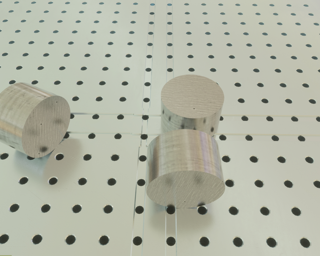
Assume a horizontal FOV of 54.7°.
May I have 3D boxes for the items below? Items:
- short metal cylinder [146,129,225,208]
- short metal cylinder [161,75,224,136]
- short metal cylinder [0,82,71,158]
[{"bbox_3d":[0.026,0.046,0.334,0.081,0.080,0.050,-1,50,-1],"label":"short metal cylinder"},{"bbox_3d":[0.041,-0.026,0.413,0.081,0.050,0.080,0,50,0],"label":"short metal cylinder"},{"bbox_3d":[-0.157,-0.010,0.379,0.050,0.080,0.080,22,53,17],"label":"short metal cylinder"}]
